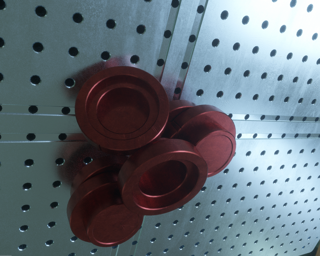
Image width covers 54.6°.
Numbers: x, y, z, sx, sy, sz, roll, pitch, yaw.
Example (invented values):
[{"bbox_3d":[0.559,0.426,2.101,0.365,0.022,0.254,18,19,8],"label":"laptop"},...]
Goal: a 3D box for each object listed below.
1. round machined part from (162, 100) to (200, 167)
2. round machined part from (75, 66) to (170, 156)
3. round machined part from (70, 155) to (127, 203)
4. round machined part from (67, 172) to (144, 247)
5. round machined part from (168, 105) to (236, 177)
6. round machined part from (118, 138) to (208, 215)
[{"bbox_3d":[0.026,0.017,0.397,0.099,0.042,0.097,-14,124,-21],"label":"round machined part"},{"bbox_3d":[-0.040,-0.016,0.343,0.099,0.098,0.042,-25,163,-13],"label":"round machined part"},{"bbox_3d":[-0.059,0.086,0.393,0.099,0.042,0.097,-14,124,-21],"label":"round machined part"},{"bbox_3d":[-0.059,0.105,0.377,0.099,0.042,0.097,-14,124,-21],"label":"round machined part"},{"bbox_3d":[0.055,0.023,0.388,0.099,0.042,0.097,-14,124,-21],"label":"round machined part"},{"bbox_3d":[0.000,0.050,0.347,0.099,0.042,0.097,-13,131,-15],"label":"round machined part"}]
